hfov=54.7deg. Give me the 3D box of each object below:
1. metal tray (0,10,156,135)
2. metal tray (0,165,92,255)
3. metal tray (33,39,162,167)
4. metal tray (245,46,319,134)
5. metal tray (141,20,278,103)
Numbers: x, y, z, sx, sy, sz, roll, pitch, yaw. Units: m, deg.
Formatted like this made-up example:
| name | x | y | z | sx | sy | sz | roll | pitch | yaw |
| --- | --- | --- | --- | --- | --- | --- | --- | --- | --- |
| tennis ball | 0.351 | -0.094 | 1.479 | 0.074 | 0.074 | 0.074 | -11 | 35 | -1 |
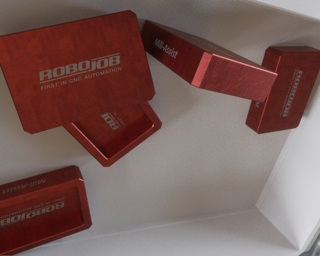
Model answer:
| name | x | y | z | sx | sy | sz | roll | pitch | yaw |
| --- | --- | --- | --- | --- | --- | --- | --- | --- | --- |
| metal tray | -0.078 | -0.056 | 0.304 | 0.131 | 0.030 | 0.089 | -18 | 104 | -15 |
| metal tray | -0.157 | 0.106 | 0.385 | 0.131 | 0.030 | 0.089 | -14 | 125 | -21 |
| metal tray | -0.065 | -0.024 | 0.356 | 0.090 | 0.030 | 0.130 | -37 | 130 | -4 |
| metal tray | 0.190 | -0.058 | 0.477 | 0.091 | 0.030 | 0.129 | -7 | 122 | -25 |
| metal tray | 0.043 | -0.072 | 0.321 | 0.091 | 0.130 | 0.030 | 7 | 115 | -32 |
